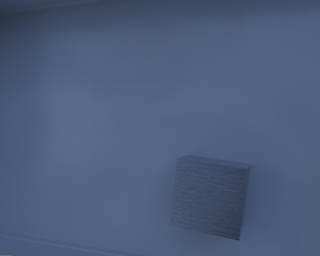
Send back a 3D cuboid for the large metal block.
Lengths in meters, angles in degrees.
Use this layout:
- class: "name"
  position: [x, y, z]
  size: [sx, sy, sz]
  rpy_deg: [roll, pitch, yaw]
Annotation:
- class: "large metal block"
  position: [0.062, 0.080, 0.375]
  size: [0.080, 0.050, 0.079]
  rpy_deg: [7, 92, 19]
